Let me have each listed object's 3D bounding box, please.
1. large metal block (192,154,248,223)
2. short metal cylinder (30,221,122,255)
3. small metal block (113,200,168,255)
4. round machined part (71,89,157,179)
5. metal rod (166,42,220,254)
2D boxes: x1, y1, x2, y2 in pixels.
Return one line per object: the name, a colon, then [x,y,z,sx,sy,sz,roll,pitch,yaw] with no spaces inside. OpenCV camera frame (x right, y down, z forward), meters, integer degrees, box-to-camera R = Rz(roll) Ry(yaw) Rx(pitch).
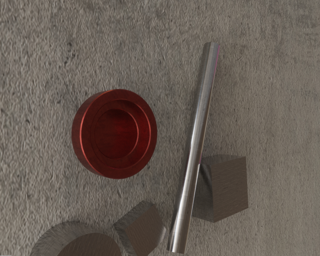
large metal block: [0.086,0.086,0.463,0.081,0.050,0.079,-7,95,-40]
short metal cylinder: [-0.086,0.142,0.318,0.081,0.050,0.079,0,90,-40]
small metal block: [-0.023,0.128,0.388,0.050,0.025,0.050,-34,111,-35]
round machined part: [-0.054,0.007,0.350,0.099,0.042,0.097,0,90,-40]
metal rod: [0.050,0.016,0.434,0.025,0.025,0.299,24,71,-38]
